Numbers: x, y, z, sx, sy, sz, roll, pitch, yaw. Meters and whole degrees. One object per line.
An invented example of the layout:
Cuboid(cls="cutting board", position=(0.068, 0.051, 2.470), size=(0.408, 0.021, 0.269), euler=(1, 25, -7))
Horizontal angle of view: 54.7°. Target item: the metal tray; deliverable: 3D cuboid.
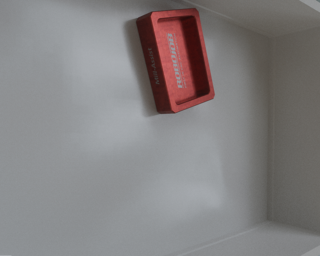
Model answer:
Cuboid(cls="metal tray", position=(0.025, -0.092, 0.425), size=(0.091, 0.030, 0.129), euler=(-22, 104, -38))
